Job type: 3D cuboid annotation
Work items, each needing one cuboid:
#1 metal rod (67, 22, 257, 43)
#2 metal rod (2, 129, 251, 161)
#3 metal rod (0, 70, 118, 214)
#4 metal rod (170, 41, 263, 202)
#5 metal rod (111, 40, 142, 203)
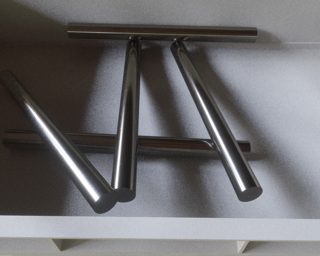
[{"bbox_3d":[0.004,-0.155,0.504,0.302,0.025,0.025,1,50,-1],"label":"metal rod"},{"bbox_3d":[-0.042,0.021,0.386,0.302,0.025,0.025,3,50,2],"label":"metal rod"},{"bbox_3d":[-0.140,-0.004,0.374,0.025,0.025,0.300,-31,47,-24],"label":"metal rod"},{"bbox_3d":[0.059,-0.035,0.411,0.025,0.025,0.300,-9,44,-7],"label":"metal rod"},{"bbox_3d":[-0.040,-0.036,0.411,0.025,0.025,0.300,-1,43,-1],"label":"metal rod"}]
